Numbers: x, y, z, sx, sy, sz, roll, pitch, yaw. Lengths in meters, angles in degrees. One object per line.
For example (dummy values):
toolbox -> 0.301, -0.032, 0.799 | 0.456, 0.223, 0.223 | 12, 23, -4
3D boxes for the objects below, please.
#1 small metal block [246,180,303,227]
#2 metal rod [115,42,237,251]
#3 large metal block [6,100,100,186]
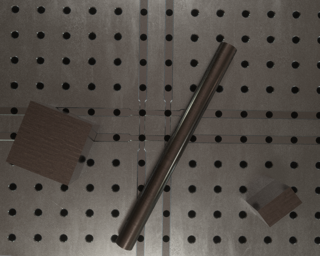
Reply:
small metal block -> 0.147, 0.096, 0.403 | 0.050, 0.050, 0.025 | -37, 90, 0
metal rod -> 0.022, 0.024, 0.413 | 0.025, 0.025, 0.299 | 28, 90, -1
large metal block -> -0.134, 0.018, 0.399 | 0.080, 0.050, 0.080 | 22, 90, -1
